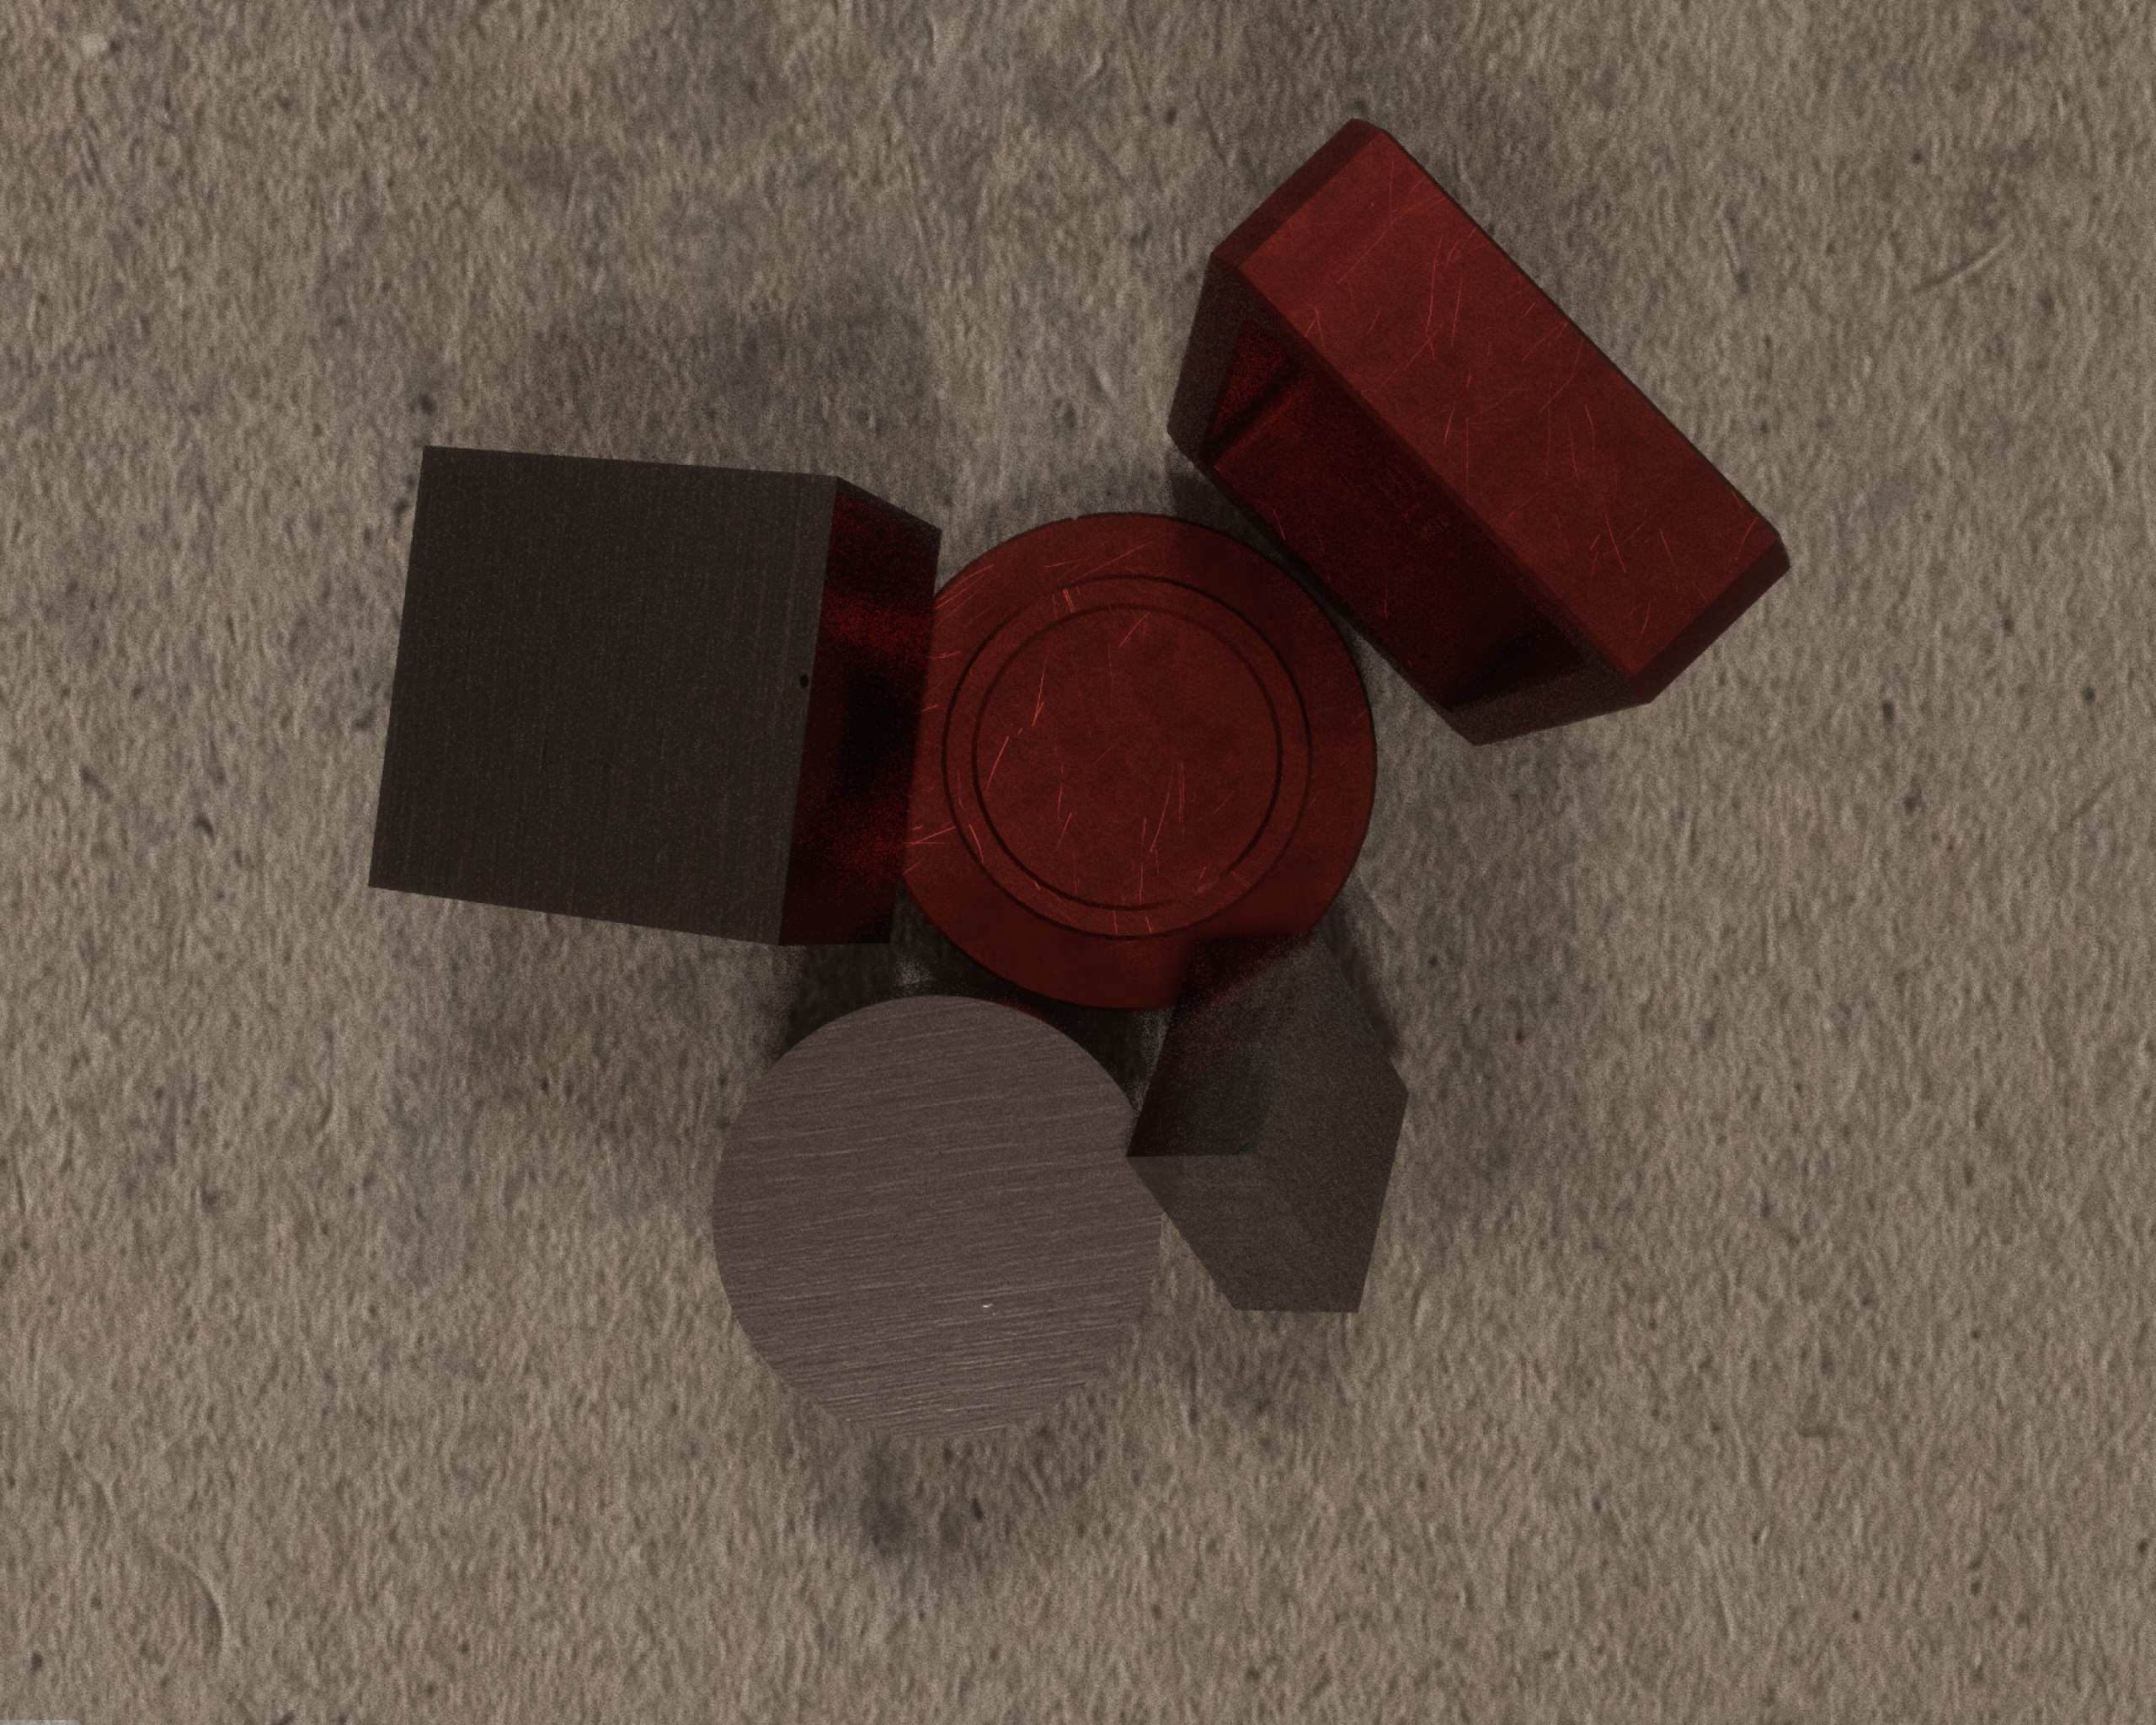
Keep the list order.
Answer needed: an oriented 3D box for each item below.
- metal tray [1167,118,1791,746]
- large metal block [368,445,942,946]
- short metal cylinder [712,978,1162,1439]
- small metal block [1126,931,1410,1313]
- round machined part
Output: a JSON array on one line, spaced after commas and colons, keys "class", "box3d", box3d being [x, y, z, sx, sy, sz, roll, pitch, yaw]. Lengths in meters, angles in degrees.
[{"class": "metal tray", "box3d": [0.060, -0.065, 0.358, 0.030, 0.130, 0.090, -44, 91, 0]}, {"class": "large metal block", "box3d": [-0.076, -0.030, 0.385, 0.080, 0.050, 0.079, 7, 90, 16]}, {"class": "short metal cylinder", "box3d": [-0.025, 0.063, 0.399, 0.081, 0.050, 0.079, 0, 90, -1]}, {"class": "small metal block", "box3d": [0.037, 0.049, 0.388, 0.025, 0.050, 0.050, -6, 135, 30]}, {"class": "round machined part", "box3d": [0.009, -0.020, 0.404, 0.099, 0.042, 0.097, 0, 90, -1]}]
